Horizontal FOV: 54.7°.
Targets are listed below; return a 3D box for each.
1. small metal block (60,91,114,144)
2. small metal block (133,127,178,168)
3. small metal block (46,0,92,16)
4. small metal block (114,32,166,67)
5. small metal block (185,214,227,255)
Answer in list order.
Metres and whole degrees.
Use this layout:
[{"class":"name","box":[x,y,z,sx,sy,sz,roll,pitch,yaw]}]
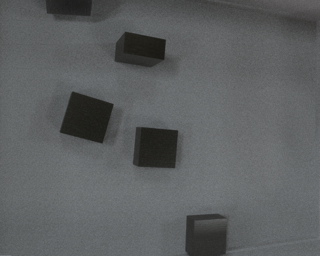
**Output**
[{"class":"small metal block","box":[-0.090,-0.012,0.377,0.050,0.025,0.050,17,84,-19]},{"class":"small metal block","box":[-0.006,0.026,0.408,0.050,0.025,0.050,5,88,-20]},{"class":"small metal block","box":[-0.105,-0.158,0.355,0.050,0.050,0.025,-4,61,-20]},{"class":"small metal block","box":[-0.026,-0.096,0.387,0.050,0.050,0.025,5,89,-20]},{"class":"small metal block","box":[0.065,0.150,0.434,0.050,0.025,0.050,3,89,-20]}]
